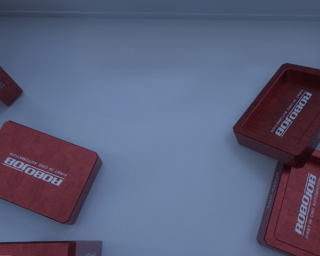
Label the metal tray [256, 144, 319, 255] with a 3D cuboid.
[{"bbox_3d":[0.180,0.092,0.374,0.090,0.030,0.130,20,71,7],"label":"metal tray"}]

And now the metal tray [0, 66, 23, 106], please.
[{"bbox_3d":[-0.238,-0.085,0.383,0.090,0.130,0.030,33,74,11],"label":"metal tray"}]

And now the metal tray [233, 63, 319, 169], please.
[{"bbox_3d":[0.167,-0.021,0.392,0.090,0.030,0.130,26,69,42],"label":"metal tray"}]

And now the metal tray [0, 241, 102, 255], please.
[{"bbox_3d":[-0.114,0.128,0.306,0.091,0.130,0.030,-1,70,0],"label":"metal tray"}]

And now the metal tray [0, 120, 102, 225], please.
[{"bbox_3d":[-0.151,0.054,0.386,0.131,0.030,0.090,20,71,7],"label":"metal tray"}]
